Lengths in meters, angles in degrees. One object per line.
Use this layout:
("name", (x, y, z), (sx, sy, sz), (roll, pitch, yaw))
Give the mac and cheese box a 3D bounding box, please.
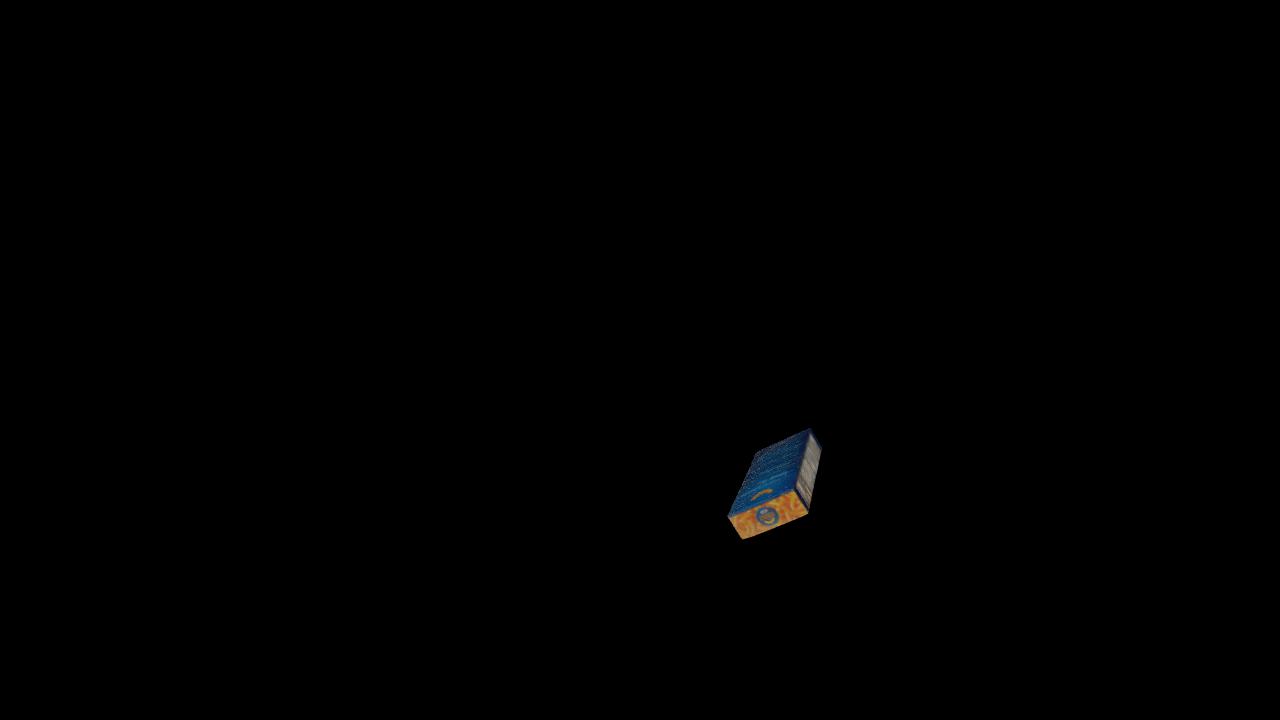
("mac and cheese box", (0.179, 0.154, 0.792), (0.093, 0.041, 0.184), (-30, 4, 27))
